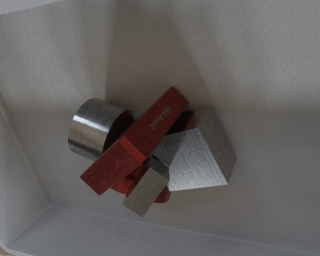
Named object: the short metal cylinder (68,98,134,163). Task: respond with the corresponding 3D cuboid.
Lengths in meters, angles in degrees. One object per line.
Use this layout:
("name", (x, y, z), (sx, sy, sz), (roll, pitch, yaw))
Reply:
("short metal cylinder", (-0.076, 0.005, 0.413), (0.050, 0.080, 0.079), (21, 126, 16))

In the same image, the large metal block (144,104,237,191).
("large metal block", (0.036, 0.027, 0.377), (0.080, 0.050, 0.080), (-15, 115, 34))

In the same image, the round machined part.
("round machined part", (-0.028, 0.064, 0.424), (0.098, 0.098, 0.042), (19, 90, 17))

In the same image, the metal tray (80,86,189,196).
("metal tray", (-0.025, 0.011, 0.357), (0.030, 0.131, 0.090), (46, 128, -5))

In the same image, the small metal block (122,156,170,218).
("small metal block", (-0.014, 0.064, 0.348), (0.025, 0.050, 0.050), (35, 97, -4))
